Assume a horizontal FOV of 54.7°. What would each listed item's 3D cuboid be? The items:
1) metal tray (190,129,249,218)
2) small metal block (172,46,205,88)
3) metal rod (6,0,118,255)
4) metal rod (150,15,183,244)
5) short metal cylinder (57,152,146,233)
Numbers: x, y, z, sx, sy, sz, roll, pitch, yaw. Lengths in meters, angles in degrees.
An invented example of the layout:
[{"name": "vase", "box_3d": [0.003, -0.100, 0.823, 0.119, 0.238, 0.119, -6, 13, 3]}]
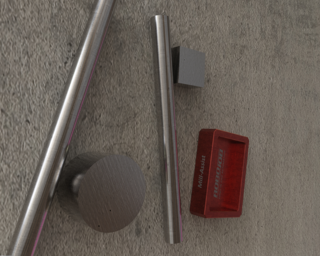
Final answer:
[{"name": "metal tray", "box_3d": [0.095, 0.072, 0.484, 0.091, 0.030, 0.129, 13, 82, -40]}, {"name": "small metal block", "box_3d": [0.037, -0.084, 0.438, 0.050, 0.025, 0.050, 3, 88, -40]}, {"name": "metal rod", "box_3d": [-0.098, -0.009, 0.323, 0.025, 0.025, 0.299, 25, 75, -38]}, {"name": "metal rod", "box_3d": [0.009, 0.004, 0.414, 0.025, 0.025, 0.298, -6, 94, -40]}, {"name": "short metal cylinder", "box_3d": [-0.063, 0.067, 0.337, 0.081, 0.050, 0.079, 0, 90, -40]}]
